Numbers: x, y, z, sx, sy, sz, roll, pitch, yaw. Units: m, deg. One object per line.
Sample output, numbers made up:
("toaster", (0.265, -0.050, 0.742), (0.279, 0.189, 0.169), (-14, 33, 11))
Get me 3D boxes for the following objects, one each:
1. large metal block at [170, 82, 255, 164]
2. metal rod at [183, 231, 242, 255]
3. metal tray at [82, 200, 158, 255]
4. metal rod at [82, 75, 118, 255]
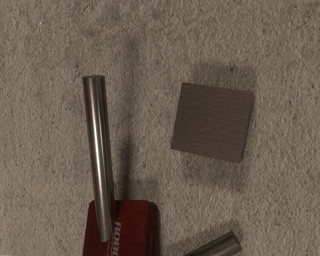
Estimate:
("large metal block", (0.065, -0.007, 0.373), (0.080, 0.050, 0.079), (11, 94, 19))
("metal rod", (-0.033, 0.213, 0.401), (0.300, 0.025, 0.025), (-31, 80, 10))
("metal tray", (-0.054, 0.161, 0.399), (0.090, 0.030, 0.130), (-5, 68, 22))
("metal rod", (-0.070, 0.085, 0.390), (0.025, 0.025, 0.298), (4, 108, 19))
